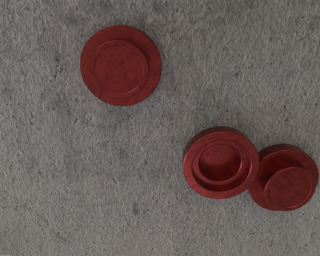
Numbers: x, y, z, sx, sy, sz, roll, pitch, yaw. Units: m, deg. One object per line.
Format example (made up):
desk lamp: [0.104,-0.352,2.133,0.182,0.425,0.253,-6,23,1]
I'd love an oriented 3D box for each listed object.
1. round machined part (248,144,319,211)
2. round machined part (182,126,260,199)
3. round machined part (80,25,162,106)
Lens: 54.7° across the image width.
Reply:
round machined part: [0.172,0.075,0.428,0.099,0.042,0.097,-1,111,-2]
round machined part: [0.079,0.043,0.417,0.099,0.042,0.097,0,110,0]
round machined part: [-0.047,-0.073,0.373,0.099,0.042,0.097,0,110,0]
